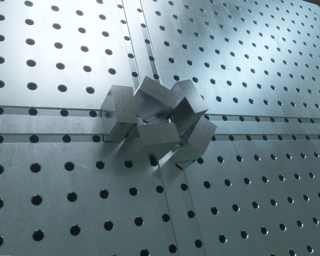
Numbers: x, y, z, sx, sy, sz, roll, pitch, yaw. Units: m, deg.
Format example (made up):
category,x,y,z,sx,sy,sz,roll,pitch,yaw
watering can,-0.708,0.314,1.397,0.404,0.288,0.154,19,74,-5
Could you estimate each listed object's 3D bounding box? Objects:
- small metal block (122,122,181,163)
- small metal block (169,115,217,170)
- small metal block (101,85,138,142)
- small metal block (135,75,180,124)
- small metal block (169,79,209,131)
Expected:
category,x,y,z,sx,sy,sz,roll,pitch,yaw
small metal block,-0.011,0.018,0.374,0.050,0.050,0.025,-5,64,-31
small metal block,0.043,0.019,0.402,0.025,0.050,0.050,36,51,-3
small metal block,-0.050,-0.016,0.374,0.025,0.050,0.050,3,61,-26
small metal block,-0.011,-0.033,0.406,0.050,0.050,0.025,30,53,-10
small metal block,0.033,-0.031,0.427,0.025,0.050,0.050,-17,70,-35
